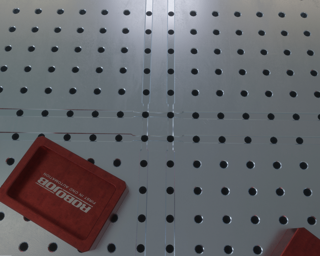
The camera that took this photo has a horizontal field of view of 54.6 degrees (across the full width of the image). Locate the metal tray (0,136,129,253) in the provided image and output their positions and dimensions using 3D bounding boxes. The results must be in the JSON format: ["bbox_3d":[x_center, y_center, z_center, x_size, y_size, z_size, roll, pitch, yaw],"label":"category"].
[{"bbox_3d":[-0.116,0.079,0.379,0.130,0.030,0.090,27,72,9],"label":"metal tray"}]

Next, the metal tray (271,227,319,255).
[{"bbox_3d":[0.182,0.186,0.342,0.130,0.030,0.090,38,74,12],"label":"metal tray"}]
